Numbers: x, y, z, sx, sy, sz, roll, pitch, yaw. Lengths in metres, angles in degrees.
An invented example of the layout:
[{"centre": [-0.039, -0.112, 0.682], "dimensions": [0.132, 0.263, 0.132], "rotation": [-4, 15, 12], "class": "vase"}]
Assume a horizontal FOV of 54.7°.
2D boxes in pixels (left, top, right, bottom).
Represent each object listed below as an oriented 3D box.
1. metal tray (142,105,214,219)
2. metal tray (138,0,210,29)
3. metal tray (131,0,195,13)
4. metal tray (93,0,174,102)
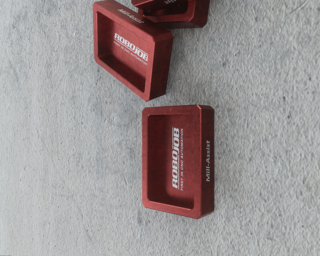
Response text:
[{"centre": [0.021, 0.038, 0.384], "dimensions": [0.090, 0.030, 0.129], "rotation": [0, 90, 40], "class": "metal tray"}, {"centre": [0.021, -0.192, 0.384], "dimensions": [0.090, 0.030, 0.129], "rotation": [13, 98, 39], "class": "metal tray"}, {"centre": [0.025, -0.189, 0.341], "dimensions": [0.130, 0.030, 0.089], "rotation": [1, 91, 39], "class": "metal tray"}, {"centre": [-0.041, -0.105, 0.412], "dimensions": [0.130, 0.030, 0.089], "rotation": [40, 139, 32], "class": "metal tray"}]
